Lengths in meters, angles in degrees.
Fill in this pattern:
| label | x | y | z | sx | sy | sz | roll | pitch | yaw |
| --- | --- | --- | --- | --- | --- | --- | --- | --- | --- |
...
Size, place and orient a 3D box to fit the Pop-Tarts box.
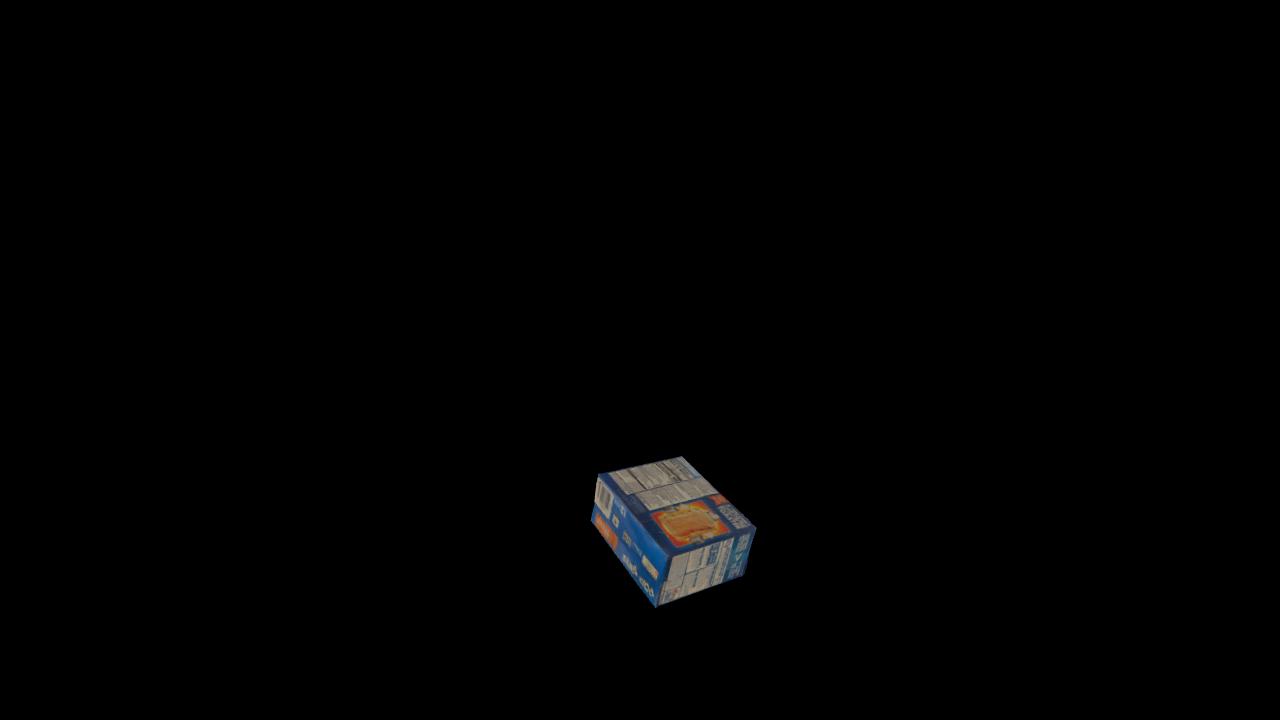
| label | x | y | z | sx | sy | sz | roll | pitch | yaw |
| --- | --- | --- | --- | --- | --- | --- | --- | --- | --- |
| Pop-Tarts box | 0.039 | 0.214 | 0.799 | 0.141 | 0.083 | 0.167 | -6 | 30 | -33 |
